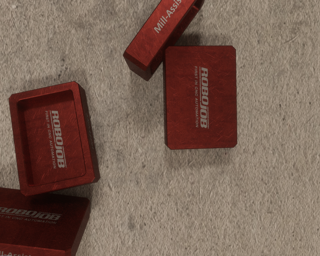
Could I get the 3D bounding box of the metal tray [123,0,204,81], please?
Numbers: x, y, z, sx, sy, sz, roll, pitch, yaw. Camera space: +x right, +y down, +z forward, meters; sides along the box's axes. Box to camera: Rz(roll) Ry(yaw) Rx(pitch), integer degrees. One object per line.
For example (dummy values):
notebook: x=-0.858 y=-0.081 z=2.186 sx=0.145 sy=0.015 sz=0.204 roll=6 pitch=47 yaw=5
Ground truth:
metal tray: x=0.009 y=-0.123 z=0.377 sx=0.030 sy=0.090 sz=0.130 roll=36 pitch=90 yaw=0

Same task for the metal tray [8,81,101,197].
metal tray: x=-0.134 y=0.013 z=0.393 sx=0.091 sy=0.030 sz=0.129 roll=-12 pitch=79 yaw=-1

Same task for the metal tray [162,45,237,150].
metal tray: x=0.051 y=-0.039 z=0.402 sx=0.091 sy=0.030 sz=0.129 roll=-2 pitch=92 yaw=-5

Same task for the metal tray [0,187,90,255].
metal tray: x=-0.160 y=0.117 z=0.373 sx=0.131 sy=0.090 sz=0.030 roll=7 pitch=116 yaw=-1
